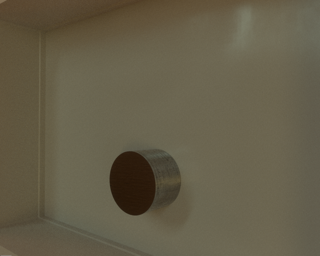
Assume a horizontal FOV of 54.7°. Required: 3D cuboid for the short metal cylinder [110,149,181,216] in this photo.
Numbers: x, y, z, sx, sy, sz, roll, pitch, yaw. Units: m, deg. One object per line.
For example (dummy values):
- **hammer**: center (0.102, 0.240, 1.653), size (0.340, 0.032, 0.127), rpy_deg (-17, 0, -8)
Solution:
- **short metal cylinder**: center (-0.020, 0.069, 0.405), size (0.080, 0.050, 0.079), rpy_deg (0, 90, 39)
